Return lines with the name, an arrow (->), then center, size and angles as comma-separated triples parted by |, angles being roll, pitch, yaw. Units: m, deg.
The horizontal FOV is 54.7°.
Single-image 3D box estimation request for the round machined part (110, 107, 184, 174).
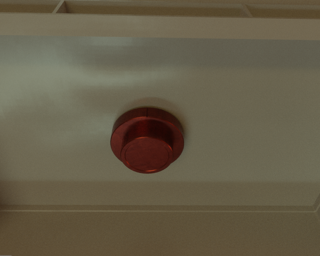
round machined part -> -0.017, 0.023, 0.413 | 0.099, 0.042, 0.097 | -1, 130, 0
